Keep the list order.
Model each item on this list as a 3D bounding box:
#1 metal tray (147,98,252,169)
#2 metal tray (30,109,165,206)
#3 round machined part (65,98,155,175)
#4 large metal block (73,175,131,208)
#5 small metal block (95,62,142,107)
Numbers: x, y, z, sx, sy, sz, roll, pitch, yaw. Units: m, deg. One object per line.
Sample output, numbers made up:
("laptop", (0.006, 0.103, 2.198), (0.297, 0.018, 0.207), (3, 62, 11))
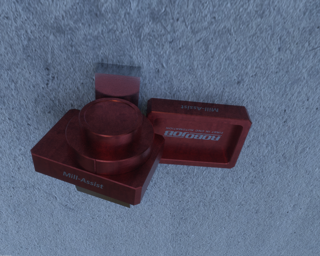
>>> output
("metal tray", (0.045, 0.010, 0.414), (0.131, 0.030, 0.089), (5, 130, -5))
("metal tray", (-0.069, 0.029, 0.368), (0.131, 0.090, 0.030), (17, 131, 9))
("round machined part", (-0.055, 0.002, 0.347), (0.099, 0.098, 0.042), (5, 130, -5))
("large metal block", (-0.070, 0.057, 0.415), (0.080, 0.050, 0.080), (16, 144, 9))
("small metal block", (-0.050, -0.048, 0.368), (0.050, 0.025, 0.050), (5, 130, -5))
